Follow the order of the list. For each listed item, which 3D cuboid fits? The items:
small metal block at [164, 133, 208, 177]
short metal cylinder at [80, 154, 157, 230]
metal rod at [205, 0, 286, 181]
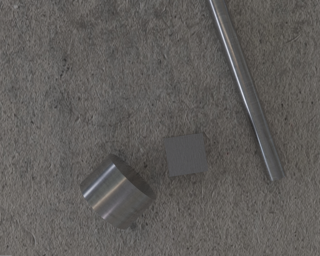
[{"bbox_3d":[0.034,0.034,0.410,0.050,0.025,0.050,-9,90,0],"label":"small metal block"},{"bbox_3d":[-0.051,0.077,0.382,0.080,0.080,0.050,44,90,0],"label":"short metal cylinder"},{"bbox_3d":[0.106,-0.076,0.410,0.025,0.025,0.299,-19,90,0],"label":"metal rod"}]
